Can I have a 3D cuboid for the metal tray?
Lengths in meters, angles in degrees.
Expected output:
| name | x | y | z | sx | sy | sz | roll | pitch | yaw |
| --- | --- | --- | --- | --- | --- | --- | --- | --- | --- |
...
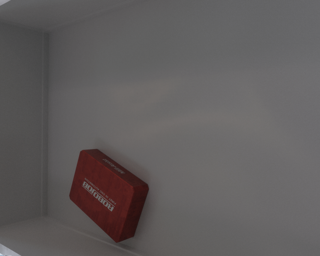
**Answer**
| name | x | y | z | sx | sy | sz | roll | pitch | yaw |
| --- | --- | --- | --- | --- | --- | --- | --- | --- | --- |
| metal tray | -0.082 | 0.098 | 0.473 | 0.130 | 0.030 | 0.089 | 28 | 107 | 36 |
